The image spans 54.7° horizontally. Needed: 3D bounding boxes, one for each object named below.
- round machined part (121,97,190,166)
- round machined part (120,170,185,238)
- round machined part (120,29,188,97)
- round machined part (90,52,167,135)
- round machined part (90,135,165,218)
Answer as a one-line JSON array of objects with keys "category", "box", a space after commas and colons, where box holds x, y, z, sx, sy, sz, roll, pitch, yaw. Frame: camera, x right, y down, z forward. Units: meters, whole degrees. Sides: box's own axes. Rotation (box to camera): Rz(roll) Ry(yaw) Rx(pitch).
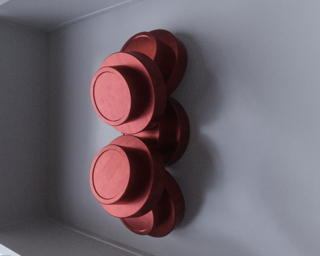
[{"category": "round machined part", "box": [-0.013, 0.004, 0.405, 0.098, 0.042, 0.097, -1, 88, 40]}, {"category": "round machined part", "box": [-0.020, 0.095, 0.393, 0.098, 0.042, 0.097, 15, 114, 36]}, {"category": "round machined part", "box": [-0.017, -0.082, 0.394, 0.098, 0.042, 0.098, -15, 65, 35]}, {"category": "round machined part", "box": [-0.044, -0.039, 0.363, 0.098, 0.042, 0.097, 12, 110, 37]}, {"category": "round machined part", "box": [-0.045, 0.055, 0.364, 0.098, 0.042, 0.098, -11, 72, 37]}]
